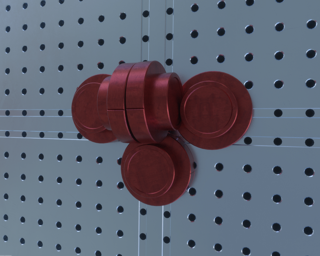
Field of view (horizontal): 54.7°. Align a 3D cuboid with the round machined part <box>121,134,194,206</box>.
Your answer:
[{"bbox_3d":[-0.007,0.054,0.405,0.098,0.042,0.097,0,90,19],"label":"round machined part"}]

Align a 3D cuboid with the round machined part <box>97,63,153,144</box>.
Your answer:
[{"bbox_3d":[-0.042,-0.030,0.381,0.042,0.098,0.097,1,91,20],"label":"round machined part"}]

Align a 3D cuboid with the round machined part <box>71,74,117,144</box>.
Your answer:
[{"bbox_3d":[-0.083,-0.027,0.431,0.098,0.042,0.097,0,90,19],"label":"round machined part"}]

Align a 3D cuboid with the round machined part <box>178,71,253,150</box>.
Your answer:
[{"bbox_3d":[0.062,-0.022,0.380,0.098,0.042,0.097,0,90,19],"label":"round machined part"}]

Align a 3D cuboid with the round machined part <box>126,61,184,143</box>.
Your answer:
[{"bbox_3d":[0.000,-0.031,0.367,0.042,0.098,0.097,-1,90,20],"label":"round machined part"}]
